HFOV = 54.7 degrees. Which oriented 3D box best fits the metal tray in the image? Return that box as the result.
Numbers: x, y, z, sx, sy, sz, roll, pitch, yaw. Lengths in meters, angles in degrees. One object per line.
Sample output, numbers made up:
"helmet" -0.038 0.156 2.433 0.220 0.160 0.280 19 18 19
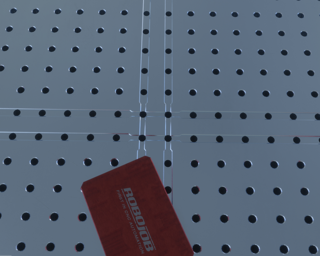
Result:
"metal tray" -0.028 0.109 0.369 0.091 0.030 0.130 -23 72 -9
